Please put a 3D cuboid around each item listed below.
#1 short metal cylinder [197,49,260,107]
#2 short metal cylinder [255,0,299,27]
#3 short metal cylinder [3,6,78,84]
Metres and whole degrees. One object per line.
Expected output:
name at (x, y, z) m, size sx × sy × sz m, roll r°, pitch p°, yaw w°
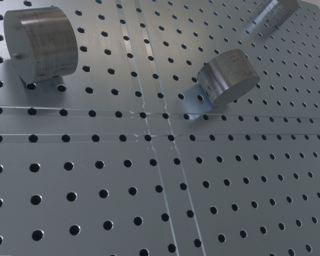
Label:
short metal cylinder at (0.104, -0.075, 0.474) m, size 0.081 × 0.080 × 0.050 m, roll -16°, pitch 70°, yaw -34°
short metal cylinder at (0.265, -0.277, 0.704) m, size 0.081 × 0.050 × 0.080 m, roll 14°, pitch 56°, yaw -21°
short metal cylinder at (-0.138, -0.096, 0.357) m, size 0.050 × 0.080 × 0.080 m, roll -23°, pitch 75°, yaw -36°
